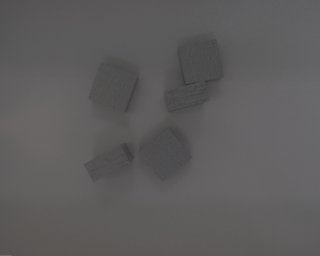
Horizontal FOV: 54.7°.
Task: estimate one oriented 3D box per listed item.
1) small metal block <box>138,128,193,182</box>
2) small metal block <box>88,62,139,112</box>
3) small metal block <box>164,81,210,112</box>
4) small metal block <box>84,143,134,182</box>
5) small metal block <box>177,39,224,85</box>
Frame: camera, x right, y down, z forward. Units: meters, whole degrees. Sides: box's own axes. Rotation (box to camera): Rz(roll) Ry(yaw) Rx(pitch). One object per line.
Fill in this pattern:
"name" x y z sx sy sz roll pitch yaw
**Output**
"small metal block" 0.007 0.034 0.411 0.050 0.025 0.050 -40 90 0
"small metal block" -0.061 -0.053 0.411 0.050 0.025 0.050 20 90 0
"small metal block" 0.033 -0.039 0.399 0.050 0.050 0.025 -14 90 0
"small metal block" -0.064 0.043 0.398 0.050 0.050 0.025 -28 90 0
"small metal block" 0.053 -0.086 0.412 0.050 0.025 0.050 -12 90 0
